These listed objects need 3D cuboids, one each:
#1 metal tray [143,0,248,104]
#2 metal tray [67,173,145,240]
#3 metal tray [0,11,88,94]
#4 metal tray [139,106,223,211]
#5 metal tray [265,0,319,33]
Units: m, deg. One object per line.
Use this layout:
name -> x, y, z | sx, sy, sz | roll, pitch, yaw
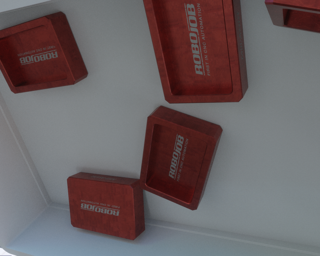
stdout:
metal tray -> 0.039, -0.091, 0.327 | 0.090, 0.030, 0.129 | 1, 119, 27
metal tray -> -0.090, 0.125, 0.510 | 0.130, 0.030, 0.089 | 2, 100, 27
metal tray -> -0.173, -0.100, 0.431 | 0.130, 0.030, 0.089 | -3, 117, 29
metal tray -> 0.024, 0.043, 0.418 | 0.090, 0.030, 0.129 | 20, 126, 16
metal tray -> 0.127, -0.086, 0.218 | 0.090, 0.131, 0.030 | 17, 108, 18
